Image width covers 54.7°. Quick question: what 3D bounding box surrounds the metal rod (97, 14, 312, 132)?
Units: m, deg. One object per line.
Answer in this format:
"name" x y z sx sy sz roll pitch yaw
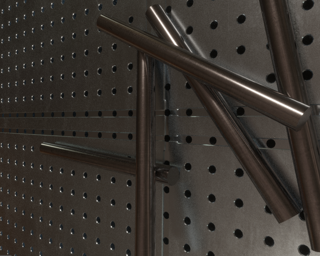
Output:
"metal rod" 0.023 -0.078 0.354 0.300 0.025 0.025 35 111 34

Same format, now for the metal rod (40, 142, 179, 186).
"metal rod" -0.099 0.050 0.488 0.300 0.025 0.025 6 94 39

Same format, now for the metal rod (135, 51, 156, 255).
"metal rod" -0.018 0.028 0.394 0.025 0.025 0.298 -10 75 39

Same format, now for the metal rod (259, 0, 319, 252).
"metal rod" 0.129 -0.036 0.302 0.025 0.025 0.298 -15 81 39

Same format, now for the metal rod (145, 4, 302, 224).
"metal rod" 0.060 -0.034 0.358 0.025 0.025 0.299 -43 64 31
